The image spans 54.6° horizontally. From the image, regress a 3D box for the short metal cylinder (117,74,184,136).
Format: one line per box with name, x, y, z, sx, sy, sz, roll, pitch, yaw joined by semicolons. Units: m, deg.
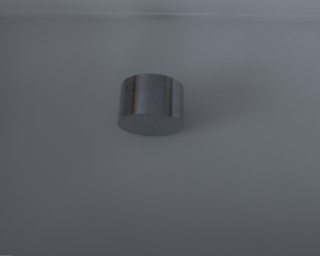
short metal cylinder;-0.011;-0.026;0.387;0.080;0.080;0.050;2;70;1
